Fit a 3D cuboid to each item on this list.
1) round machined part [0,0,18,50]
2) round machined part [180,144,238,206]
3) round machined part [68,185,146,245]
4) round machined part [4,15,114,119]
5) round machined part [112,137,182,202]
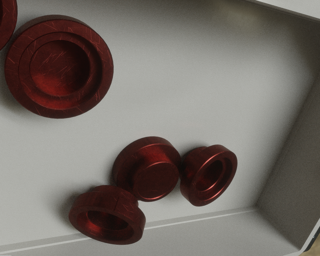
[{"bbox_3d":[-0.168,-0.102,0.243,0.099,0.042,0.097,-14,125,-21],"label":"round machined part"},{"bbox_3d":[0.068,0.067,0.471,0.099,0.042,0.097,-22,129,-29],"label":"round machined part"},{"bbox_3d":[-0.066,0.112,0.412,0.099,0.042,0.097,7,135,8],"label":"round machined part"},{"bbox_3d":[-0.100,-0.062,0.306,0.099,0.042,0.097,-14,125,-21],"label":"round machined part"},{"bbox_3d":[-0.013,0.064,0.432,0.099,0.042,0.097,-14,124,-21],"label":"round machined part"}]
